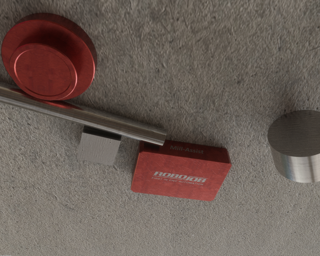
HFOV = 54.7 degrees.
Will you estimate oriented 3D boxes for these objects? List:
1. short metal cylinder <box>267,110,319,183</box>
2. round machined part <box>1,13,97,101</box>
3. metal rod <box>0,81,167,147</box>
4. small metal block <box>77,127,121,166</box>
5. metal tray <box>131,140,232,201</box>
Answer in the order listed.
[{"bbox_3d":[0.183,0.022,0.393,0.080,0.080,0.050,-18,128,14],"label":"short metal cylinder"},{"bbox_3d":[-0.121,-0.069,0.335,0.099,0.042,0.097,-1,130,0],"label":"round machined part"},{"bbox_3d":[-0.136,-0.028,0.381,0.302,0.025,0.025,16,128,-14],"label":"metal rod"},{"bbox_3d":[-0.083,0.021,0.424,0.050,0.025,0.050,14,129,-12],"label":"small metal block"},{"bbox_3d":[0.028,0.063,0.458,0.131,0.030,0.089,9,130,-8],"label":"metal tray"}]
